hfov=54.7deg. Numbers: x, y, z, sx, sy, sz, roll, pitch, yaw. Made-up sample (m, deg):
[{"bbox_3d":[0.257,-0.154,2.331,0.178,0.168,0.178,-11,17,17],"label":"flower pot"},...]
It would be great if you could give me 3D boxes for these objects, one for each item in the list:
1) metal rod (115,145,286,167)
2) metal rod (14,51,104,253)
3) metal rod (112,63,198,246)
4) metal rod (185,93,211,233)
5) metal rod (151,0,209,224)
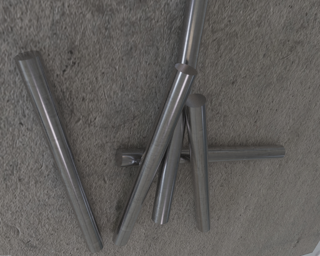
[{"bbox_3d":[0.079,0.040,0.474,0.303,0.025,0.025,1,118,-29],"label":"metal rod"},{"bbox_3d":[-0.111,0.053,0.378,0.025,0.025,0.298,-19,126,-17],"label":"metal rod"},{"bbox_3d":[-0.017,0.056,0.398,0.025,0.025,0.298,0,129,-29],"label":"metal rod"},{"bbox_3d":[0.060,0.073,0.456,0.025,0.025,0.298,-24,136,-13],"label":"metal rod"},{"bbox_3d":[0.021,-0.010,0.388,0.025,0.025,0.298,-2,112,-28],"label":"metal rod"}]
